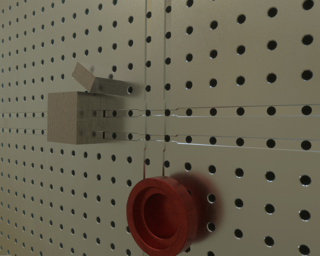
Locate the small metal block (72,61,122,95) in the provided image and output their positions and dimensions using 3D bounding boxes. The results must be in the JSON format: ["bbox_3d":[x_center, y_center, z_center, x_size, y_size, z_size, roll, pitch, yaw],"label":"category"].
[{"bbox_3d":[-0.095,-0.075,0.469,0.050,0.050,0.025,40,114,32],"label":"small metal block"}]

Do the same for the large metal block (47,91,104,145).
[{"bbox_3d":[-0.138,-0.016,0.504,0.080,0.050,0.079,3,92,39],"label":"large metal block"}]

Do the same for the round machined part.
[{"bbox_3d":[0.007,0.109,0.391,0.098,0.042,0.097,0,90,39],"label":"round machined part"}]
